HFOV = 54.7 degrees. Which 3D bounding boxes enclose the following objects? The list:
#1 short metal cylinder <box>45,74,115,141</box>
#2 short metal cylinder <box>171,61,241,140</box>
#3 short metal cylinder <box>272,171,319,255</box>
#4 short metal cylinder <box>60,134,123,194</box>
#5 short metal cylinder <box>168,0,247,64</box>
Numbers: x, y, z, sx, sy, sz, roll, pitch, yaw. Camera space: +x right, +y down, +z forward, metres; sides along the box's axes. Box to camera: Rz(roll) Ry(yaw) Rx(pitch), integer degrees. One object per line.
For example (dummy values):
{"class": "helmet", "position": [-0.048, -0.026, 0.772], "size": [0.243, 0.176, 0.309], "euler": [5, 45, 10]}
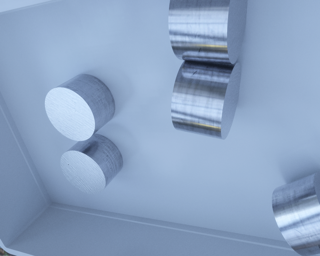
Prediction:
{"class": "short metal cylinder", "position": [-0.110, -0.029, 0.431], "size": [0.080, 0.050, 0.079], "euler": [13, 124, 20]}
{"class": "short metal cylinder", "position": [0.050, -0.032, 0.326], "size": [0.050, 0.080, 0.079], "euler": [12, 123, 21]}
{"class": "short metal cylinder", "position": [0.170, 0.095, 0.342], "size": [0.080, 0.080, 0.050], "euler": [49, 128, -7]}
{"class": "short metal cylinder", "position": [-0.105, 0.055, 0.480], "size": [0.080, 0.050, 0.079], "euler": [13, 124, 20]}
{"class": "short metal cylinder", "position": [0.047, -0.101, 0.285], "size": [0.050, 0.080, 0.079], "euler": [10, 123, 23]}
